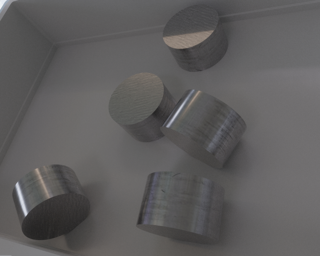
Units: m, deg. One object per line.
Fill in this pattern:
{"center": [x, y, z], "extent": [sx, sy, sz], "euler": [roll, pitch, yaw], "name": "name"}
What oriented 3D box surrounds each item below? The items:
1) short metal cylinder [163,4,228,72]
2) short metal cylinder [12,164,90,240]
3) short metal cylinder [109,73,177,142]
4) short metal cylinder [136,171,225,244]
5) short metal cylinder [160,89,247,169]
{"center": [0.051, -0.127, 0.441], "extent": [0.080, 0.050, 0.080], "euler": [-13, 56, 21], "name": "short metal cylinder"}
{"center": [-0.135, 0.092, 0.385], "extent": [0.080, 0.080, 0.050], "euler": [-41, 51, 0], "name": "short metal cylinder"}
{"center": [-0.021, -0.027, 0.418], "extent": [0.080, 0.050, 0.080], "euler": [-13, 56, 21], "name": "short metal cylinder"}
{"center": [0.021, 0.081, 0.310], "extent": [0.080, 0.080, 0.050], "euler": [-1, 61, 27], "name": "short metal cylinder"}
{"center": [0.047, 0.002, 0.344], "extent": [0.080, 0.080, 0.050], "euler": [26, 76, 37], "name": "short metal cylinder"}
